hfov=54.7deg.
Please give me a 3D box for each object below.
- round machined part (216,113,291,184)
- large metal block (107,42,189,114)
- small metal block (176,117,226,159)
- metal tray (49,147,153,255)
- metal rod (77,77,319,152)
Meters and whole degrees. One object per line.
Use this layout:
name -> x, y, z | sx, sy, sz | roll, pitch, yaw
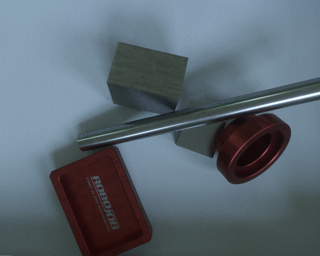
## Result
round machined part -> 0.110, 0.021, 0.387 | 0.098, 0.098, 0.042 | -39, 51, 0
large metal block -> -0.015, -0.056, 0.379 | 0.080, 0.080, 0.050 | 13, 77, -1
small metal block -> 0.053, 0.007, 0.412 | 0.050, 0.025, 0.050 | 20, 90, -1
metal tray -> -0.075, 0.099, 0.405 | 0.090, 0.030, 0.129 | -23, 89, -1
metal rod -> 0.040, -0.013, 0.377 | 0.301, 0.025, 0.025 | -13, 90, 13
